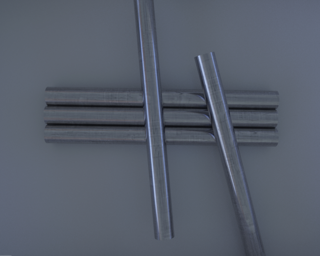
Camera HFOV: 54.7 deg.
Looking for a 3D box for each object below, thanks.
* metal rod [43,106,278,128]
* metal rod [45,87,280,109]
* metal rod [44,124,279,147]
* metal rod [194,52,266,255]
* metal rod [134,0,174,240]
[{"bbox_3d":[0.002,-0.015,0.410,0.302,0.025,0.025,1,90,-1],"label":"metal rod"},{"bbox_3d":[0.003,-0.040,0.410,0.302,0.025,0.025,1,90,-1],"label":"metal rod"},{"bbox_3d":[0.003,0.010,0.410,0.302,0.025,0.025,1,90,-1],"label":"metal rod"},{"bbox_3d":[0.094,0.054,0.391,0.025,0.025,0.298,-16,97,0],"label":"metal rod"},{"bbox_3d":[-0.007,-0.013,0.385,0.025,0.025,0.298,-5,90,-1],"label":"metal rod"}]
